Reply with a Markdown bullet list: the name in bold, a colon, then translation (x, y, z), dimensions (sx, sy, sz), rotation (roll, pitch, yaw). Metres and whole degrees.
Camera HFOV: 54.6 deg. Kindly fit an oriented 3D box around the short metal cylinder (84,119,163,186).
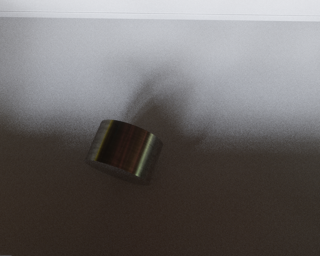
- **short metal cylinder**: translation (-0.042, 0.031, 0.369), dimensions (0.080, 0.080, 0.050), rotation (18, 71, 6)
